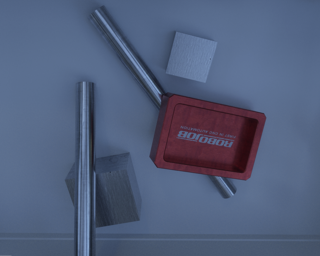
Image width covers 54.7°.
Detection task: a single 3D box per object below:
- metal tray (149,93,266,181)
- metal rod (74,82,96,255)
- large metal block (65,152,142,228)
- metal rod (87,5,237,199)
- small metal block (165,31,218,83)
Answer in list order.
[{"bbox_3d":[0.060,0.012,0.391,0.131,0.030,0.089,10,98,-16],"label":"metal tray"},{"bbox_3d":[-0.091,0.093,0.374,0.025,0.025,0.298,-1,83,0],"label":"metal rod"},{"bbox_3d":[-0.074,0.087,0.429,0.080,0.050,0.079,-10,110,3],"label":"large metal block"},{"bbox_3d":[0.013,-0.021,0.403,0.025,0.025,0.300,-34,107,11],"label":"metal rod"},{"bbox_3d":[0.037,-0.088,0.380,0.050,0.025,0.050,13,110,-5],"label":"small metal block"}]
